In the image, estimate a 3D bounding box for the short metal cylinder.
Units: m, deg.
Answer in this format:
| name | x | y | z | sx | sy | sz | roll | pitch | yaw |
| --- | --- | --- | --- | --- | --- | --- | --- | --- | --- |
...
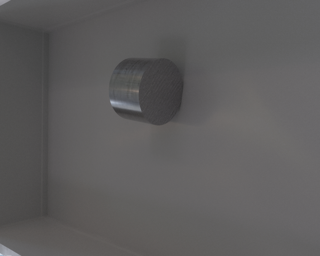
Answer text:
| name | x | y | z | sx | sy | sz | roll | pitch | yaw |
| --- | --- | --- | --- | --- | --- | --- | --- | --- | --- |
| short metal cylinder | -0.016 | -0.046 | 0.385 | 0.050 | 0.081 | 0.080 | 12 | 98 | 39 |
